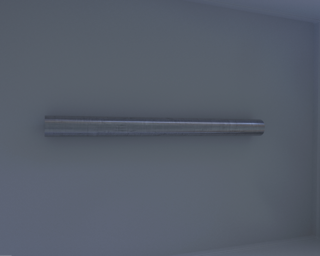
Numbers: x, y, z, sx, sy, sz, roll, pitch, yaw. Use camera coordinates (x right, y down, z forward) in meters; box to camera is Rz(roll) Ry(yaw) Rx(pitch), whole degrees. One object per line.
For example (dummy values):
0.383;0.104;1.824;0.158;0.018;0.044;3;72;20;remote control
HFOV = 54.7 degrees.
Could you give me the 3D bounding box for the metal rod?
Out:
0.008;-0.001;0.412;0.303;0.025;0.025;0;90;-21;metal rod
